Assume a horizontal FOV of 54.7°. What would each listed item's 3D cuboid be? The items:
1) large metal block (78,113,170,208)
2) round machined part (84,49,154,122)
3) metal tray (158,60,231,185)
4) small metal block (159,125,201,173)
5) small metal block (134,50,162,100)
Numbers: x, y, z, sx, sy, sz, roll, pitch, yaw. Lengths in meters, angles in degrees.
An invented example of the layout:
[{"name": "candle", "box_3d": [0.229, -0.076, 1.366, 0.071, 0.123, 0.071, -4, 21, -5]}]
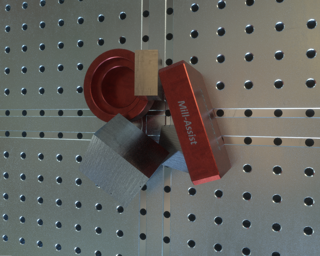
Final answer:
[{"name": "large metal block", "box_3d": [-0.047, 0.042, 0.391, 0.080, 0.050, 0.080, 38, 134, 4]}, {"name": "round machined part", "box_3d": [-0.050, -0.054, 0.420, 0.098, 0.042, 0.097, 0, 90, 19]}, {"name": "metal tray", "box_3d": [0.044, -0.006, 0.362, 0.030, 0.090, 0.129, -19, 84, 19]}, {"name": "small metal block", "box_3d": [0.026, 0.026, 0.397, 0.050, 0.025, 0.050, 14, 99, 30]}, {"name": "small metal block", "box_3d": [-0.012, -0.059, 0.359, 0.025, 0.050, 0.050, 0, 89, 6]}]
